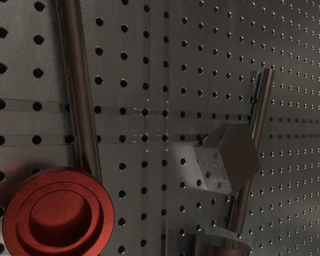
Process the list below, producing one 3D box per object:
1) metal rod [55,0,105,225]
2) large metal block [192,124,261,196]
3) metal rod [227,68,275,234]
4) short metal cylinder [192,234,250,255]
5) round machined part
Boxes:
[{"bbox_3d":[-0.087,-0.035,0.337,0.025,0.025,0.298,-10,97,-40],"label":"metal rod"},{"bbox_3d":[0.107,0.046,0.485,0.081,0.050,0.080,-33,111,-35],"label":"large metal block"},{"bbox_3d":[0.164,0.034,0.550,0.025,0.025,0.299,26,73,-37],"label":"metal rod"},{"bbox_3d":[0.087,0.190,0.449,0.081,0.080,0.050,16,80,-39],"label":"short metal cylinder"},{"bbox_3d":[-0.097,0.086,0.304,0.099,0.042,0.097,-1,93,-19],"label":"round machined part"}]
